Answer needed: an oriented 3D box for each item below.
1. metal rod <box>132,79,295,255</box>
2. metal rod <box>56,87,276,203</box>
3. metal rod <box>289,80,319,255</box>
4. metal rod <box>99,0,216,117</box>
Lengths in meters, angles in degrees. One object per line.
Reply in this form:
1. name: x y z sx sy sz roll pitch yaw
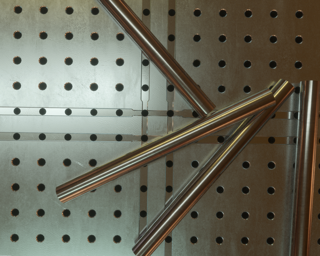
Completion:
1. metal rod: 0.071 0.055 0.413 0.025 0.025 0.300 41 90 0
2. metal rod: 0.004 0.024 0.402 0.301 0.025 0.025 -25 90 4
3. metal rod: 0.192 0.087 0.414 0.025 0.025 0.298 4 90 0
4. metal rod: -0.033 -0.134 0.413 0.025 0.025 0.300 -41 90 0
